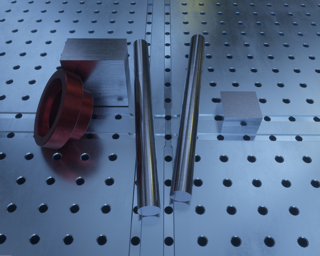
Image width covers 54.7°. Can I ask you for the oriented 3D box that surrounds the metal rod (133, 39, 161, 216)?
[{"bbox_3d":[-0.022,-0.025,0.428,0.025,0.025,0.300,-3,50,-3],"label":"metal rod"}]

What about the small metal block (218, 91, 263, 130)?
[{"bbox_3d":[0.110,-0.025,0.430,0.050,0.025,0.050,0,50,0],"label":"small metal block"}]

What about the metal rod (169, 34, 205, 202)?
[{"bbox_3d":[0.044,-0.038,0.439,0.025,0.025,0.300,7,50,5],"label":"metal rod"}]

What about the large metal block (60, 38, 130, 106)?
[{"bbox_3d":[-0.086,-0.077,0.435,0.081,0.080,0.050,0,48,-1],"label":"large metal block"}]

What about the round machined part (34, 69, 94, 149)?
[{"bbox_3d":[-0.119,-0.021,0.389,0.042,0.098,0.098,17,40,-36],"label":"round machined part"}]
